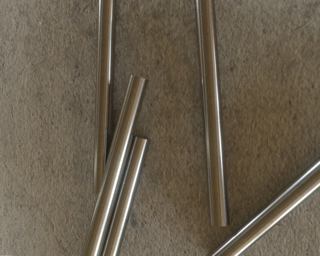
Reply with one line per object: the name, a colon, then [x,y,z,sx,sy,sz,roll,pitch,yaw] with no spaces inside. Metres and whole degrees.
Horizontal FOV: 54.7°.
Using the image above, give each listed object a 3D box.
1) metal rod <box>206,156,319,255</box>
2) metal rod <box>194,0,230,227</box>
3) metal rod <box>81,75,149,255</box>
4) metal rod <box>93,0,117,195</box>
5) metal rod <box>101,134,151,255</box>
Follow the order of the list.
metal rod: [0.164,0.065,0.351,0.025,0.025,0.299,46,104,14]
metal rod: [0.064,-0.031,0.385,0.025,0.025,0.298,-4,89,19]
metal rod: [-0.067,0.078,0.412,0.025,0.025,0.298,18,97,18]
metal rod: [-0.077,-0.057,0.434,0.025,0.025,0.298,2,91,19]
metal rod: [-0.064,0.155,0.430,0.025,0.025,0.298,17,96,19]
